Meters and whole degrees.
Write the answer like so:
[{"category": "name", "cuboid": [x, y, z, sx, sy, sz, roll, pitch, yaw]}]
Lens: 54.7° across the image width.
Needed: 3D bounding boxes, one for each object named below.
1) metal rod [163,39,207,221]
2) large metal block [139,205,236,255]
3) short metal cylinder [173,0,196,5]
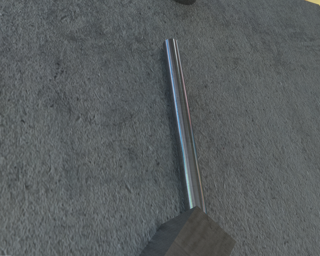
[{"category": "metal rod", "cuboid": [0.031, -0.003, 0.422, 0.025, 0.025, 0.299, 8, 58, -24]}, {"category": "large metal block", "cuboid": [0.015, 0.131, 0.297, 0.050, 0.080, 0.080, 43, 51, 1]}, {"category": "short metal cylinder", "cuboid": [0.046, -0.281, 0.584, 0.081, 0.050, 0.080, 14, 56, -21]}]
